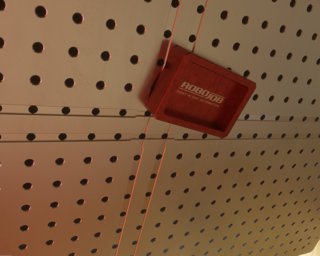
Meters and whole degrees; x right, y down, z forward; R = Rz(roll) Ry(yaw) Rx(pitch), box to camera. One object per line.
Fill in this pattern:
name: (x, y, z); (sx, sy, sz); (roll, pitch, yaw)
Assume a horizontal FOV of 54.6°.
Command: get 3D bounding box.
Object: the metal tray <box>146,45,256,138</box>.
metal tray: (0.057, -0.043, 0.411); (0.131, 0.030, 0.090); (15, 111, -34)
